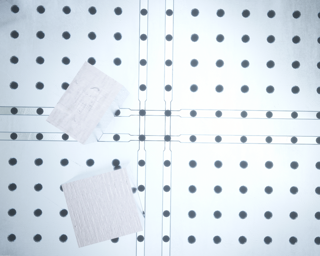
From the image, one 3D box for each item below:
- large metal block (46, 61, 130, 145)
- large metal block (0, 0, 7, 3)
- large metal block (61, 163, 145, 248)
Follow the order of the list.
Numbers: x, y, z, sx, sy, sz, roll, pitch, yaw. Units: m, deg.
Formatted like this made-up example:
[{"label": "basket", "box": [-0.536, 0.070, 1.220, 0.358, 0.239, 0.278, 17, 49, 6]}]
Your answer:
[{"label": "large metal block", "box": [-0.084, -0.028, 0.385, 0.050, 0.080, 0.080, 33, 90, -1]}, {"label": "large metal block", "box": [-0.260, -0.198, 0.397, 0.080, 0.050, 0.080, -19, 90, -1]}, {"label": "large metal block", "box": [-0.070, 0.096, 0.400, 0.080, 0.050, 0.080, -15, 90, -1]}]
